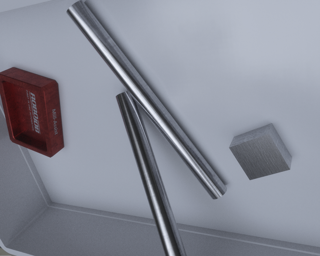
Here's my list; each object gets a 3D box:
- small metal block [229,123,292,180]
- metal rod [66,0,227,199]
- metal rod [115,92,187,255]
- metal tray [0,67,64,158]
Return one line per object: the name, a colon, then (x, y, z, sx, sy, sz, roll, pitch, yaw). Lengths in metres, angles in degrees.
small metal block: (0.118, 0.029, 0.364, 0.050, 0.025, 0.050, -25, 105, 36)
metal rod: (-0.011, -0.028, 0.395, 0.025, 0.025, 0.300, -31, 102, 37)
metal rod: (0.000, 0.096, 0.386, 0.025, 0.025, 0.299, -24, 80, 36)
metal tray: (-0.205, -0.023, 0.495, 0.090, 0.030, 0.129, 18, 126, 17)
